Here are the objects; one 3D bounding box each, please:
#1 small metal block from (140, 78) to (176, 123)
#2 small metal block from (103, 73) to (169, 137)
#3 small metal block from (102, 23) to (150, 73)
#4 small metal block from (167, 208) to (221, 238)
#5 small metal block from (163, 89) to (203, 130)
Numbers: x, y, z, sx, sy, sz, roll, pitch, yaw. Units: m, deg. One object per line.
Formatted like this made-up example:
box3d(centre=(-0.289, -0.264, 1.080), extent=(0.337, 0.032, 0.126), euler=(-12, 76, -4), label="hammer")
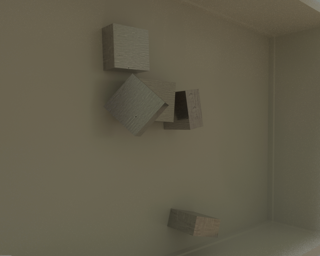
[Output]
box3d(centre=(-0.009, -0.033, 0.389), extent=(0.050, 0.025, 0.050), euler=(4, 87, -17), label="small metal block")
box3d(centre=(-0.027, -0.025, 0.356), extent=(0.050, 0.025, 0.050), euler=(43, 95, 10), label="small metal block")
box3d(centre=(-0.041, -0.094, 0.374), extent=(0.050, 0.025, 0.050), euler=(-3, 92, -40), label="small metal block")
box3d(centre=(0.047, 0.133, 0.433), extent=(0.050, 0.050, 0.025), euler=(20, 77, -39), label="small metal block")
box3d(centre=(0.028, -0.024, 0.416), extent=(0.025, 0.050, 0.050), euler=(-14, 99, -40), label="small metal block")
